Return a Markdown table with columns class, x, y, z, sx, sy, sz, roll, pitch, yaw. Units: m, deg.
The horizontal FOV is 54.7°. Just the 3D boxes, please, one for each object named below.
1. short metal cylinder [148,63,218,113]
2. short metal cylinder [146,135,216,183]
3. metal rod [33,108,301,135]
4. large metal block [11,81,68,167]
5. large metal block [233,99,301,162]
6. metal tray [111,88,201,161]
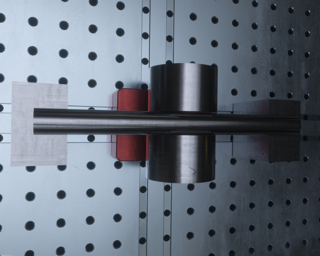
| class | x | y | z | sx | sy | sz | roll | pitch | yaw |
| --- | --- | --- | --- | --- | --- | --- | --- | --- | --- |
| short metal cylinder | 0.026 | -0.043 | 0.361 | 0.081 | 0.080 | 0.050 | 1 | 90 | -20 |
| short metal cylinder | 0.024 | 0.032 | 0.360 | 0.081 | 0.080 | 0.050 | 1 | 90 | -20 |
| metal rod | 0.026 | -0.005 | 0.336 | 0.302 | 0.025 | 0.025 | 1 | 90 | -20 |
| large metal block | -0.129 | -0.004 | 0.335 | 0.050 | 0.080 | 0.080 | 1 | 90 | -20 |
| large metal block | 0.147 | 0.003 | 0.436 | 0.050 | 0.080 | 0.080 | 1 | 90 | -20 |
| metal tray | 0.004 | -0.003 | 0.411 | 0.131 | 0.030 | 0.089 | 1 | 90 | -20 |
